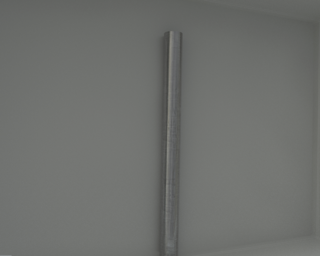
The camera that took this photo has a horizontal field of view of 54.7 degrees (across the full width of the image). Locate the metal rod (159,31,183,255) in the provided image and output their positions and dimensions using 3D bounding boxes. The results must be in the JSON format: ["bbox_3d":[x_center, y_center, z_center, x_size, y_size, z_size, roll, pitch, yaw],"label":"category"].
[{"bbox_3d":[0.015,0.022,0.417,0.025,0.025,0.298,1,90,-20],"label":"metal rod"}]
